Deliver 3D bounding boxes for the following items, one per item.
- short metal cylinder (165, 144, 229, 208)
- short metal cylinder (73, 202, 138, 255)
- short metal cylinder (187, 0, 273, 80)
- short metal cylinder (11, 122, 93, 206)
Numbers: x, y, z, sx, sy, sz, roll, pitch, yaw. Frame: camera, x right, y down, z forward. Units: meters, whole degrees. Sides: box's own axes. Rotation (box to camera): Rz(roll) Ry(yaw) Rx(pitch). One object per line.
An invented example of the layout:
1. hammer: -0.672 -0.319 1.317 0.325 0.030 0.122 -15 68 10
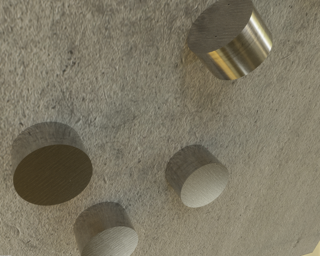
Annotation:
1. short metal cylinder: 0.055 0.072 0.465 0.081 0.050 0.079 -14 124 -21
2. short metal cylinder: -0.078 0.153 0.443 0.081 0.050 0.079 -14 124 -21
3. short metal cylinder: 0.078 -0.101 0.351 0.080 0.080 0.050 -48 129 5
4. short metal cylinder: -0.122 0.040 0.348 0.081 0.050 0.079 -14 124 -21
